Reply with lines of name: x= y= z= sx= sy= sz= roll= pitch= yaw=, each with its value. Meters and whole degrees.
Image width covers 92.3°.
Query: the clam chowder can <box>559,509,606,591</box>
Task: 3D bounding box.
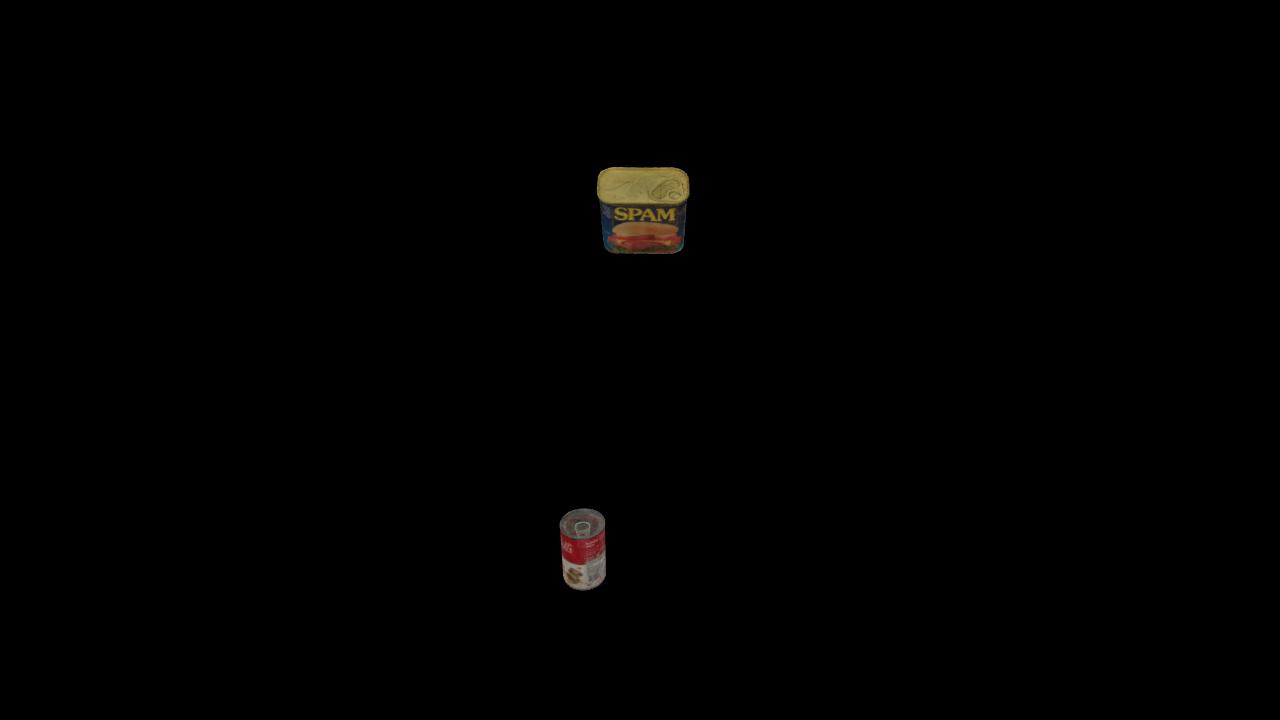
clam chowder can: x=-0.084 y=0.285 z=0.924 sx=0.068 sy=0.102 sz=0.068 roll=0 pitch=25 yaw=0

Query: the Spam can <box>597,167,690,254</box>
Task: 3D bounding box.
Spam can: x=0.004 y=-0.169 z=0.706 sx=0.101 sy=0.058 sz=0.085 roll=2 pitch=-32 yaw=1
